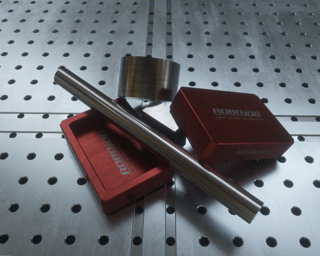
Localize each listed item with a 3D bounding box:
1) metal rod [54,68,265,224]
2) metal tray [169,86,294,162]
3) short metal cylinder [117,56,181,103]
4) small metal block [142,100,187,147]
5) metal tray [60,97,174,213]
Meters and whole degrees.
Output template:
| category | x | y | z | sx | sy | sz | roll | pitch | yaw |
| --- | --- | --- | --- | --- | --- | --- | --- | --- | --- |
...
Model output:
| category | x | y | z | sx | sy | sz | roll | pitch | yaw |
| --- | --- | --- | --- | --- | --- | --- | --- | --- | --- |
| metal rod | -0.020 | 0.006 | 0.359 | 0.300 | 0.025 | 0.025 | 34 | 58 | 25 |
| metal tray | 0.087 | -0.005 | 0.371 | 0.131 | 0.030 | 0.090 | 1 | 45 | -32 |
| short metal cylinder | -0.015 | -0.062 | 0.411 | 0.080 | 0.080 | 0.050 | 6 | 92 | 5 |
| small metal block | 0.006 | 0.000 | 0.385 | 0.050 | 0.050 | 0.025 | 33 | 58 | 25 |
| metal tray | -0.054 | 0.026 | 0.377 | 0.091 | 0.030 | 0.130 | -25 | 55 | -20 |
